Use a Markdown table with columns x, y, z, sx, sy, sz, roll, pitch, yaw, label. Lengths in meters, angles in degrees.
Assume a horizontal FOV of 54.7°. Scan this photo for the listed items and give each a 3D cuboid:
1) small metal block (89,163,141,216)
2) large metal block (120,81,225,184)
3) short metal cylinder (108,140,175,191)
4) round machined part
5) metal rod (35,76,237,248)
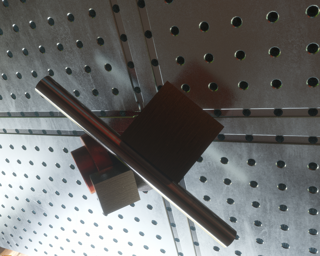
| x | y | z | sx | sy | sz | roll | pitch | yaw | label |
| --- | --- | --- | --- | --- | --- | --- | --- | --- | --- |
| -0.058 | 0.077 | 0.401 | 0.025 | 0.050 | 0.050 | 40 | 146 | 57 | small metal block |
| 0.013 | 0.006 | 0.359 | 0.080 | 0.050 | 0.080 | 39 | 86 | 1 | large metal block |
| -0.025 | 0.040 | 0.428 | 0.080 | 0.050 | 0.079 | 13 | 124 | 21 | short metal cylinder |
| -0.095 | 0.056 | 0.447 | 0.098 | 0.042 | 0.098 | 54 | 160 | 30 | round machined part |
| -0.030 | 0.041 | 0.382 | 0.300 | 0.025 | 0.025 | 40 | 129 | 1 | metal rod |
